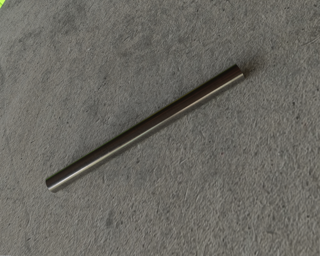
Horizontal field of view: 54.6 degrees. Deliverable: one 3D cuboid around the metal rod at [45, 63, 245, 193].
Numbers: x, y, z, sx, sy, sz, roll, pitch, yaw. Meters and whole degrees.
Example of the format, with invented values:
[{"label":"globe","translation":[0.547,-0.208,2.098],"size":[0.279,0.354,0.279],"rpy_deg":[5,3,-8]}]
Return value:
[{"label":"metal rod","translation":[-0.025,0.004,0.417],"size":[0.300,0.025,0.025],"rpy_deg":[-31,52,8]}]
